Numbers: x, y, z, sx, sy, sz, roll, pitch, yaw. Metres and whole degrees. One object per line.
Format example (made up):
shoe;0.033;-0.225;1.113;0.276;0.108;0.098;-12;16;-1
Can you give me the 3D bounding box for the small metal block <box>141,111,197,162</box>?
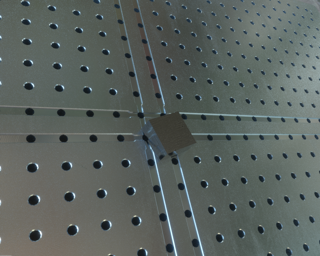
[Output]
small metal block;0.012;0.010;0.410;0.050;0.025;0.050;-18;71;-35
